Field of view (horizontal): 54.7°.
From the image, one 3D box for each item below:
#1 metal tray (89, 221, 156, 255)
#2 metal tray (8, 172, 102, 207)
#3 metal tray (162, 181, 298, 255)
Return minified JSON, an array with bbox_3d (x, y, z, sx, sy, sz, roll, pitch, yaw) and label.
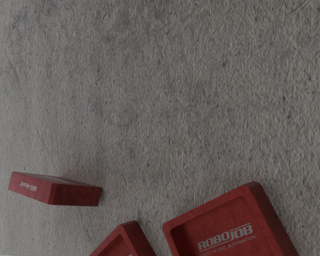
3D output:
[{"bbox_3d":[-0.059,0.208,0.450,0.129,0.030,0.090,-50,61,28],"label":"metal tray"},{"bbox_3d":[-0.170,0.098,0.500,0.130,0.090,0.030,3,79,40],"label":"metal tray"},{"bbox_3d":[0.070,0.126,0.343,0.130,0.030,0.090,-37,68,33],"label":"metal tray"}]
